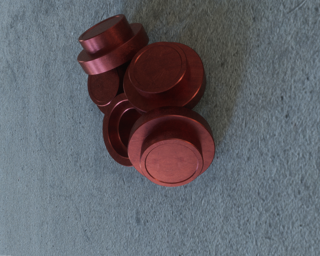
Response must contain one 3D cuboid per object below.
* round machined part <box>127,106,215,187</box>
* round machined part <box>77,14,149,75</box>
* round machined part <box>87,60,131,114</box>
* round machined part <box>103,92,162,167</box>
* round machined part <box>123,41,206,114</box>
[{"bbox_3d":[0.013,0.027,0.347,0.097,0.098,0.042,-50,20,28],"label":"round machined part"},{"bbox_3d":[-0.068,-0.116,0.411,0.098,0.098,0.042,1,133,39],"label":"round machined part"},{"bbox_3d":[-0.068,-0.065,0.451,0.098,0.042,0.097,0,90,39],"label":"round machined part"},{"bbox_3d":[-0.029,0.001,0.417,0.098,0.042,0.097,0,90,39],"label":"round machined part"},{"bbox_3d":[0.002,-0.061,0.363,0.098,0.042,0.098,-6,66,14],"label":"round machined part"}]
